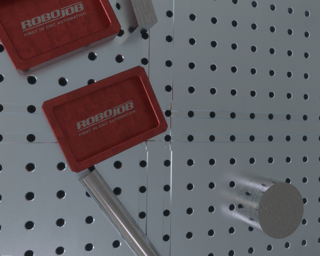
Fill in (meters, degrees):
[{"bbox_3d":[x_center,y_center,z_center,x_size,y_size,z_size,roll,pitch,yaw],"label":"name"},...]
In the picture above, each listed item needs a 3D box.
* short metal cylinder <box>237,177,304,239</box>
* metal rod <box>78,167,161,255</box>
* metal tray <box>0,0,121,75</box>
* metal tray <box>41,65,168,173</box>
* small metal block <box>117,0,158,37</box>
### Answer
[{"bbox_3d":[0.163,0.116,0.460,0.081,0.050,0.079,0,90,-20],"label":"short metal cylinder"},{"bbox_3d":[-0.008,0.178,0.410,0.025,0.025,0.299,-37,102,-16],"label":"metal rod"},{"bbox_3d":[-0.124,-0.129,0.364,0.131,0.030,0.090,-28,100,-18],"label":"metal tray"},{"bbox_3d":[-0.066,-0.013,0.385,0.131,0.030,0.090,-25,99,-18],"label":"metal tray"},{"bbox_3d":[-0.030,-0.148,0.388,0.025,0.050,0.050,-20,97,-19],"label":"small metal block"}]
